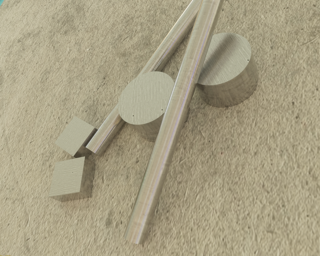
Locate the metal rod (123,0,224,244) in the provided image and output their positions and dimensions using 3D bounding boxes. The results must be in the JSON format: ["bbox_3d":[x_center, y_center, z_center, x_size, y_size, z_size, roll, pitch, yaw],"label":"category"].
[{"bbox_3d":[0.018,-0.017,0.356,0.025,0.025,0.299,15,85,34],"label":"metal rod"}]

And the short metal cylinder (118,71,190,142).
[{"bbox_3d":[-0.008,-0.027,0.409,0.080,0.050,0.080,-13,56,21],"label":"short metal cylinder"}]

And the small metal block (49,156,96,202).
[{"bbox_3d":[-0.119,0.070,0.423,0.050,0.025,0.050,-13,56,21],"label":"small metal block"}]

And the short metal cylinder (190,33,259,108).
[{"bbox_3d":[0.079,-0.072,0.391,0.080,0.050,0.080,-13,56,21],"label":"short metal cylinder"}]

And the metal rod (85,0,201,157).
[{"bbox_3d":[-0.012,-0.088,0.464,0.025,0.025,0.300,25,75,36],"label":"metal rod"}]

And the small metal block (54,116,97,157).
[{"bbox_3d":[-0.119,0.016,0.456,0.050,0.025,0.050,25,75,36],"label":"small metal block"}]
